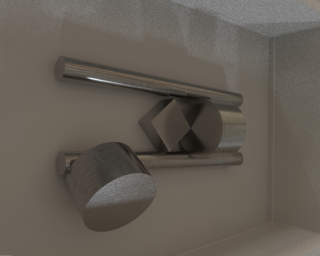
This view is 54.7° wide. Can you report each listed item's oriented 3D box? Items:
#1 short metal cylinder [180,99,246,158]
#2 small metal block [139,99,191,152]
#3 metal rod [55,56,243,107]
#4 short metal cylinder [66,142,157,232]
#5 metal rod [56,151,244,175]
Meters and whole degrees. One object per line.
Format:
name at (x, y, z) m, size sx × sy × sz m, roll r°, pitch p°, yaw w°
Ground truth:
short metal cylinder at (0.071, 0.001, 0.431) m, size 0.050 × 0.080 × 0.079 m, roll 2°, pitch 89°, yaw -40°
small metal block at (0.007, -0.004, 0.413) m, size 0.050 × 0.025 × 0.050 m, roll -45°, pitch 118°, yaw -31°
metal rod at (0.012, -0.054, 0.416) m, size 0.302 × 0.025 × 0.025 m, roll 4°, pitch 88°, yaw -40°
short metal cylinder at (-0.051, 0.061, 0.325) m, size 0.081 × 0.050 × 0.079 m, roll -21°, pitch 135°, yaw -23°
metal rod at (0.013, 0.044, 0.417) m, size 0.302 × 0.025 × 0.025 m, roll 4°, pitch 88°, yaw -40°
